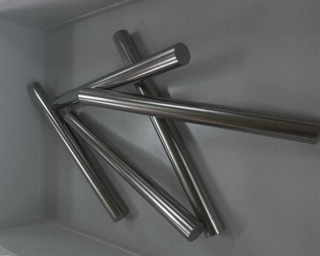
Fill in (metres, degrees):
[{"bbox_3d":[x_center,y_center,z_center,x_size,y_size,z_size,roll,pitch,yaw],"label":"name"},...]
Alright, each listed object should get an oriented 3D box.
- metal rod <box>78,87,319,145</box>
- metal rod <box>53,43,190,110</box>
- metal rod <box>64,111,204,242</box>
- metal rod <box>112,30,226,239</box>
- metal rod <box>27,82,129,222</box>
[{"bbox_3d":[0.020,-0.021,0.363,0.300,0.025,0.025,11,97,31],"label":"metal rod"},{"bbox_3d":[-0.077,-0.062,0.442,0.299,0.025,0.025,-10,84,47],"label":"metal rod"},{"bbox_3d":[-0.056,0.049,0.434,0.300,0.025,0.025,35,111,39],"label":"metal rod"},{"bbox_3d":[0.003,-0.007,0.402,0.025,0.025,0.299,-39,67,33],"label":"metal rod"},{"bbox_3d":[-0.145,0.027,0.514,0.300,0.025,0.025,49,119,25],"label":"metal rod"}]
